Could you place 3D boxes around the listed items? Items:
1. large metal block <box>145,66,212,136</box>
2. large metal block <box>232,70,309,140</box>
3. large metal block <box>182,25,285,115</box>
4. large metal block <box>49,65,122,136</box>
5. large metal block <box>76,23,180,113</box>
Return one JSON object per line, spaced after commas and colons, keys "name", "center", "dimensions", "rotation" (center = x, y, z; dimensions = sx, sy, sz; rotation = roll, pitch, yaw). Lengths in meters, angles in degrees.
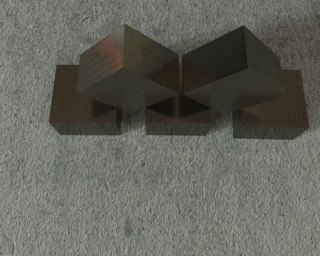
{"name": "large metal block", "center": [0.023, -0.035, 0.409], "dimensions": [0.081, 0.050, 0.080], "rotation": [1, 70, 0]}
{"name": "large metal block", "center": [0.140, -0.030, 0.409], "dimensions": [0.081, 0.050, 0.080], "rotation": [1, 70, 0]}
{"name": "large metal block", "center": [0.082, -0.060, 0.352], "dimensions": [0.080, 0.080, 0.050], "rotation": [-18, 63, 41]}
{"name": "large metal block", "center": [-0.093, -0.035, 0.408], "dimensions": [0.081, 0.050, 0.080], "rotation": [0, 70, 0]}
{"name": "large metal block", "center": [-0.035, -0.061, 0.349], "dimensions": [0.080, 0.080, 0.050], "rotation": [18, 63, -42]}
